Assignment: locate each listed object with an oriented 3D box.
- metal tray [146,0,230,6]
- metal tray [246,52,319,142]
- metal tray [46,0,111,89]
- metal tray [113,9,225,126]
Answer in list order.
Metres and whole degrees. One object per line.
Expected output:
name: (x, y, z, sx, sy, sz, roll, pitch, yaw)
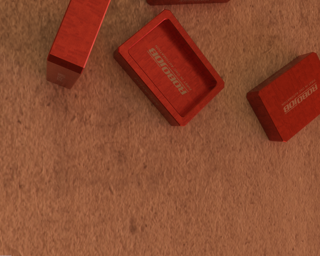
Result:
metal tray: (0.041, -0.219, 0.422, 0.131, 0.030, 0.089, -11, 94, -20)
metal tray: (0.209, -0.049, 0.485, 0.131, 0.030, 0.090, -35, 102, -17)
metal tray: (-0.087, -0.093, 0.321, 0.030, 0.130, 0.090, 22, 83, -19)
metal tray: (0.014, -0.077, 0.412, 0.090, 0.030, 0.130, -44, 104, -15)
